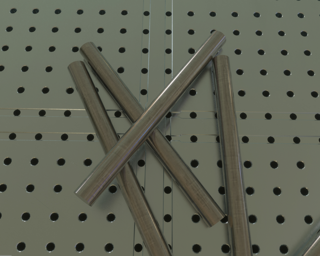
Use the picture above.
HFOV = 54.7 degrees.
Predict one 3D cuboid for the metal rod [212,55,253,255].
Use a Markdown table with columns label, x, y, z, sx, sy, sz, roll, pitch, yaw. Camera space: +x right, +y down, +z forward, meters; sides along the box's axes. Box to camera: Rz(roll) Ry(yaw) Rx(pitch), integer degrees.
| label | x | y | z | sx | sy | sz | roll | pitch | yaw |
| --- | --- | --- | --- | --- | --- | --- | --- | --- | --- |
| metal rod | 0.092 | 0.041 | 0.397 | 0.025 | 0.025 | 0.299 | -1 | 70 | -1 |

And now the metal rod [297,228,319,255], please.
| label | x | y | z | sx | sy | sz | roll | pitch | yaw |
| --- | --- | --- | --- | --- | --- | --- | --- | --- | --- |
| metal rod | 0.220 | 0.111 | 0.373 | 0.301 | 0.025 | 0.025 | -41 | 76 | -14 |

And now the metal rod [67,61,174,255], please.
| label | x | y | z | sx | sy | sz | roll | pitch | yaw |
| --- | --- | --- | --- | --- | --- | --- | --- | --- | --- |
| metal rod | -0.054 | 0.039 | 0.396 | 0.025 | 0.025 | 0.299 | -24 | 72 | -9 |

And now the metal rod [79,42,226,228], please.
| label | x | y | z | sx | sy | sz | roll | pitch | yaw |
| --- | --- | --- | --- | --- | --- | --- | --- | --- | --- |
| metal rod | -0.019 | -0.002 | 0.412 | 0.025 | 0.025 | 0.300 | -34 | 74 | -12 |

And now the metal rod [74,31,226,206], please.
| label | x | y | z | sx | sy | sz | roll | pitch | yaw |
| --- | --- | --- | --- | --- | --- | --- | --- | --- | --- |
| metal rod | 0.002 | -0.029 | 0.399 | 0.025 | 0.025 | 0.301 | 34 | 64 | 11 |
